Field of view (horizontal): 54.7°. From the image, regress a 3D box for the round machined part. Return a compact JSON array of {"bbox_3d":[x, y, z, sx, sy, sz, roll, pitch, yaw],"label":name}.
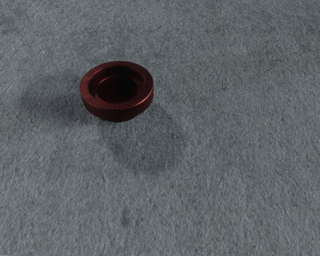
[{"bbox_3d":[-0.058,-0.046,0.430,0.099,0.042,0.098,0,50,0],"label":"round machined part"}]
